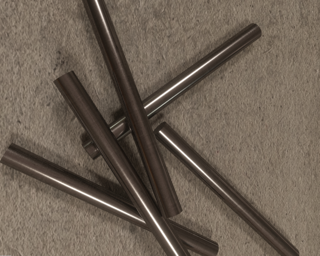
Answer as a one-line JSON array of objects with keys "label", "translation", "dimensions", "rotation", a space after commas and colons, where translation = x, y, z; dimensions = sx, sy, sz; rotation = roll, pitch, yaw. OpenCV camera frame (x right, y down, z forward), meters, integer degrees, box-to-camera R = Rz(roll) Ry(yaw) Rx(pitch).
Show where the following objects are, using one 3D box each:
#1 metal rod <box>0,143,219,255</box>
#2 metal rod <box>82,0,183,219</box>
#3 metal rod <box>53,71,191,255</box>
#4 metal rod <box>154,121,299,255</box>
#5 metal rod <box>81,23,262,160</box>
[{"label": "metal rod", "translation": [-0.049, 0.100, 0.392], "dimensions": [0.301, 0.025, 0.025], "rotation": [31, 80, -18]}, {"label": "metal rod", "translation": [-0.037, -0.038, 0.372], "dimensions": [0.025, 0.025, 0.299], "rotation": [-20, 88, -19]}, {"label": "metal rod", "translation": [-0.031, 0.069, 0.370], "dimensions": [0.025, 0.025, 0.299], "rotation": [-34, 101, -17]}, {"label": "metal rod", "translation": [0.103, 0.100, 0.448], "dimensions": [0.300, 0.025, 0.025], "rotation": [44, 76, -15]}, {"label": "metal rod", "translation": [0.027, -0.058, 0.419], "dimensions": [0.301, 0.025, 0.025], "rotation": [-37, 102, -17]}]
